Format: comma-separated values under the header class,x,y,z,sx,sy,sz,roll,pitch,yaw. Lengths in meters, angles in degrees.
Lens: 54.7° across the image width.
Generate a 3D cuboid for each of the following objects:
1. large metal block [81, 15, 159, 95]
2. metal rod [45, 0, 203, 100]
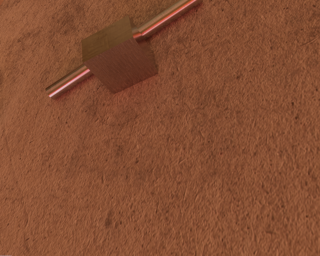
class,x,y,z,sx,sy,sz,roll,pitch,yaw
large metal block,-0.059,-0.106,0.465,0.080,0.080,0.050,-23,53,14
metal rod,-0.064,-0.138,0.521,0.300,0.025,0.025,-32,52,7
